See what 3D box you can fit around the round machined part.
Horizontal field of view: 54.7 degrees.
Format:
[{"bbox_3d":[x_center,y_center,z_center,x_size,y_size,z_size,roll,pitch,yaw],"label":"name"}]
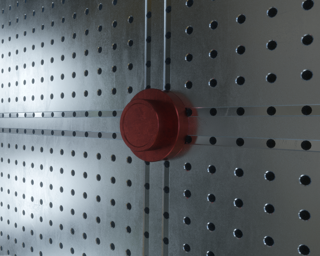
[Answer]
[{"bbox_3d":[-0.015,-0.004,0.408,0.098,0.042,0.097,0,90,39],"label":"round machined part"}]
